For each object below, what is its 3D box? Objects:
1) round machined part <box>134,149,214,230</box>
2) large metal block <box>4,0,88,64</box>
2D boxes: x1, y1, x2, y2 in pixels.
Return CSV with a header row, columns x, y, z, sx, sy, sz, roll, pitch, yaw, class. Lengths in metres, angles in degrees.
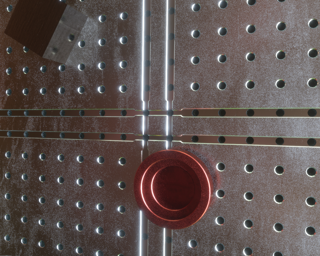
x,y,z,sx,sy,sz,roll,pitch,yaw,class
0.020,0.075,0.397,0.098,0.042,0.097,0,90,20,round machined part
-0.168,-0.153,0.459,0.080,0.050,0.080,33,101,17,large metal block
